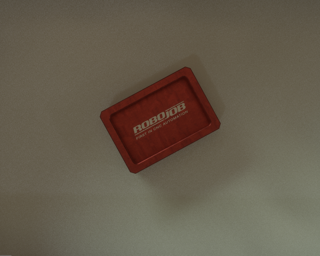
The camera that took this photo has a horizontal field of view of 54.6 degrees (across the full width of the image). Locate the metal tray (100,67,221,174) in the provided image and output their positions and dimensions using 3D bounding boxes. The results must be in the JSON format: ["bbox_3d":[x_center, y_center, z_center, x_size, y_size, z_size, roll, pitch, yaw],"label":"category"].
[{"bbox_3d":[0.000,-0.010,0.406,0.130,0.030,0.090,-28,90,-1],"label":"metal tray"}]
